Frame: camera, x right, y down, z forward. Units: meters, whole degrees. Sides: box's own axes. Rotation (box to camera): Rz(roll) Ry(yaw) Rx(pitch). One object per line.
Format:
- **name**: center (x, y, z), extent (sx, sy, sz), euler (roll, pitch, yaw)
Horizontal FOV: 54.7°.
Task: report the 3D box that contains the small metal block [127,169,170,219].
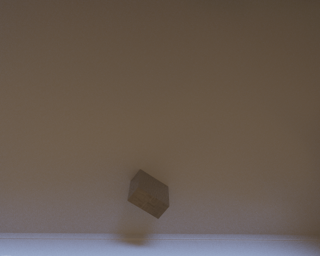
- **small metal block**: center (-0.015, 0.091, 0.431), extent (0.050, 0.050, 0.025), euler (34, 106, -12)
